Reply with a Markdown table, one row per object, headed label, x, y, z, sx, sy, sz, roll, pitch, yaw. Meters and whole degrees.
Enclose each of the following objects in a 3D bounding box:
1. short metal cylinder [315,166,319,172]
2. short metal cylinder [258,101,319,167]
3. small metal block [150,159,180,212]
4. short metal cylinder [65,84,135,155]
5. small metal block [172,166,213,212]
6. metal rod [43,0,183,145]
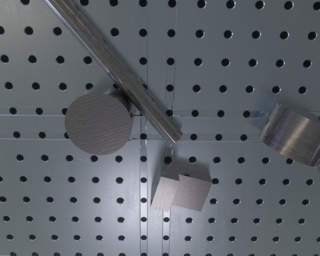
| label | x | y | z | sx | sy | sz | roll | pitch | yaw |
| --- | --- | --- | --- | --- | --- | --- | --- | --- | --- |
| short metal cylinder | 0.250 | 0.046 | 0.404 | 0.080 | 0.080 | 0.050 | 22 | 109 | -8 |
| short metal cylinder | 0.172 | 0.005 | 0.388 | 0.080 | 0.080 | 0.050 | 20 | 109 | -8 |
| small metal block | 0.006 | 0.079 | 0.429 | 0.025 | 0.050 | 0.050 | 15 | 109 | -6 |
| short metal cylinder | -0.074 | -0.012 | 0.395 | 0.081 | 0.050 | 0.079 | 0 | 110 | 0 |
| small metal block | 0.042 | 0.088 | 0.446 | 0.050 | 0.025 | 0.050 | 15 | 109 | -6 |
| metal rod | -0.073 | -0.095 | 0.377 | 0.025 | 0.025 | 0.300 | -37 | 106 | 12 |
